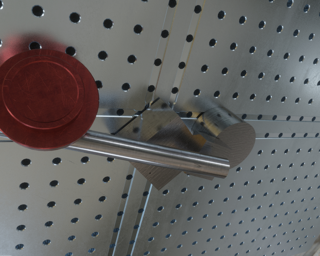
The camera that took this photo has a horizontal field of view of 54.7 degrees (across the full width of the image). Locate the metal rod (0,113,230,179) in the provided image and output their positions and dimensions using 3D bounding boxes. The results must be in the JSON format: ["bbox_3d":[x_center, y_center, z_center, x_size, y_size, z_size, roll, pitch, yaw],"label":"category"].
[{"bbox_3d":[-0.065,0.017,0.331,0.302,0.025,0.025,13,113,-16],"label":"metal rod"}]

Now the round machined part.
[{"bbox_3d":[-0.107,-0.029,0.290,0.099,0.042,0.097,3,79,-17],"label":"round machined part"}]

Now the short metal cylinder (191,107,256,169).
[{"bbox_3d":[0.092,0.015,0.457,0.081,0.050,0.079,-14,125,-21],"label":"short metal cylinder"}]

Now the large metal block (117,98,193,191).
[{"bbox_3d":[-0.001,0.022,0.407,0.080,0.050,0.080,-40,130,-2],"label":"large metal block"}]

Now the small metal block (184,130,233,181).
[{"bbox_3d":[0.057,0.036,0.399,0.050,0.025,0.050,20,108,-36],"label":"small metal block"}]
